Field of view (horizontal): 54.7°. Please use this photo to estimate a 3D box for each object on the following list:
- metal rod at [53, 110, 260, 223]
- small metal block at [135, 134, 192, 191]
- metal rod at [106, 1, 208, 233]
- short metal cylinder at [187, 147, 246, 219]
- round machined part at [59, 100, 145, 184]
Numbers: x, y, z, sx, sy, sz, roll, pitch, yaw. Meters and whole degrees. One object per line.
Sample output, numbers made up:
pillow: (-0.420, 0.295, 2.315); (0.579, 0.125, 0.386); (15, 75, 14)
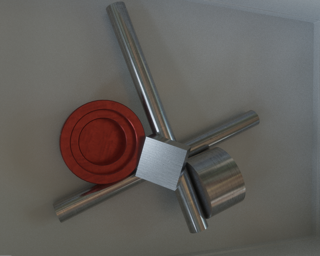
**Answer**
metal rod: (0.009, 0.043, 0.414); (0.302, 0.025, 0.025); (-24, 98, -19)
small metal block: (0.004, 0.040, 0.368); (0.050, 0.025, 0.050); (18, 101, 13)
metal rod: (-0.003, -0.013, 0.390); (0.025, 0.025, 0.299); (-21, 90, -19)
short metal cylinder: (0.065, 0.071, 0.405); (0.050, 0.080, 0.080); (-21, 97, -19)
round machined part: (-0.071, 0.016, 0.375); (0.099, 0.042, 0.097); (0, 90, -21)
